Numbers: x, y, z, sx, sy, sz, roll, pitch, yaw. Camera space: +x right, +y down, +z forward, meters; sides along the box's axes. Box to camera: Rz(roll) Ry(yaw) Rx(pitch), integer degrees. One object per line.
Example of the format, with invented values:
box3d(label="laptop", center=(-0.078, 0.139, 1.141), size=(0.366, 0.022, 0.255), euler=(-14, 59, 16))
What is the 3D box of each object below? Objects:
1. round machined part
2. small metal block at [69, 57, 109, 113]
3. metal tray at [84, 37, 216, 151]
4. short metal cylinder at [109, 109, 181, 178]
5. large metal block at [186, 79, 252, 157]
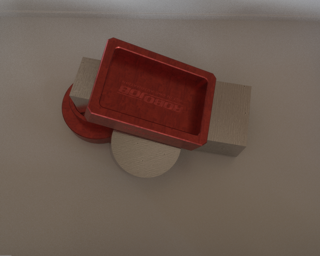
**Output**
box3d(label="round machined part", center=(-0.081, -0.032, 0.409), size=(0.099, 0.042, 0.098), euler=(0, 70, -1))
box3d(label="small metal block", center=(-0.081, -0.047, 0.366), size=(0.025, 0.050, 0.050), euler=(12, 71, 4))
box3d(label="metal tray", center=(-0.007, -0.035, 0.343), size=(0.131, 0.030, 0.090), euler=(17, 70, -15))
box3d(label="short metal cylinder", center=(-0.020, 0.019, 0.375), size=(0.081, 0.050, 0.080), euler=(1, 83, -12))
box3d(label="large metal block", center=(0.068, -0.013, 0.399), size=(0.080, 0.050, 0.080), euler=(9, 70, 3))
